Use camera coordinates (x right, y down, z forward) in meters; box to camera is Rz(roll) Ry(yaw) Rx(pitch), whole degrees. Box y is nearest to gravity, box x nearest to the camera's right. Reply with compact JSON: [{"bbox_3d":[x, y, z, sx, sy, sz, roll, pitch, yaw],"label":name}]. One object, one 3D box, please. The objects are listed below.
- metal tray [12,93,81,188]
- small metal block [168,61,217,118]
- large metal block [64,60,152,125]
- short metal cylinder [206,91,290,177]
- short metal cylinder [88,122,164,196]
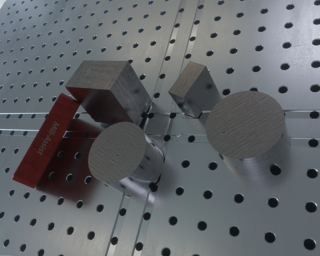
[{"bbox_3d":[-0.164,0.021,0.446,0.090,0.030,0.130,-24,40,64],"label":"metal tray"},{"bbox_3d":[0.043,-0.049,0.399,0.025,0.050,0.050,26,76,37],"label":"small metal block"},{"bbox_3d":[-0.070,-0.048,0.435,0.080,0.080,0.050,8,58,31],"label":"large metal block"},{"bbox_3d":[0.096,0.007,0.338,0.080,0.050,0.080,-13,56,21],"label":"short metal cylinder"},{"bbox_3d":[-0.042,0.039,0.390,0.080,0.050,0.080,-13,56,21],"label":"short metal cylinder"}]
